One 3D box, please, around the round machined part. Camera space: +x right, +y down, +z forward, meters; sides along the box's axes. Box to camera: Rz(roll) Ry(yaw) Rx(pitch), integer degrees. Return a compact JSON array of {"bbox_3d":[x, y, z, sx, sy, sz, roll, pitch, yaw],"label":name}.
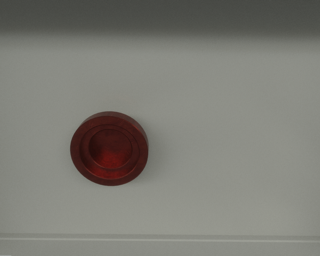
[{"bbox_3d":[-0.064,0.024,0.411,0.099,0.042,0.097,0,110,0],"label":"round machined part"}]
